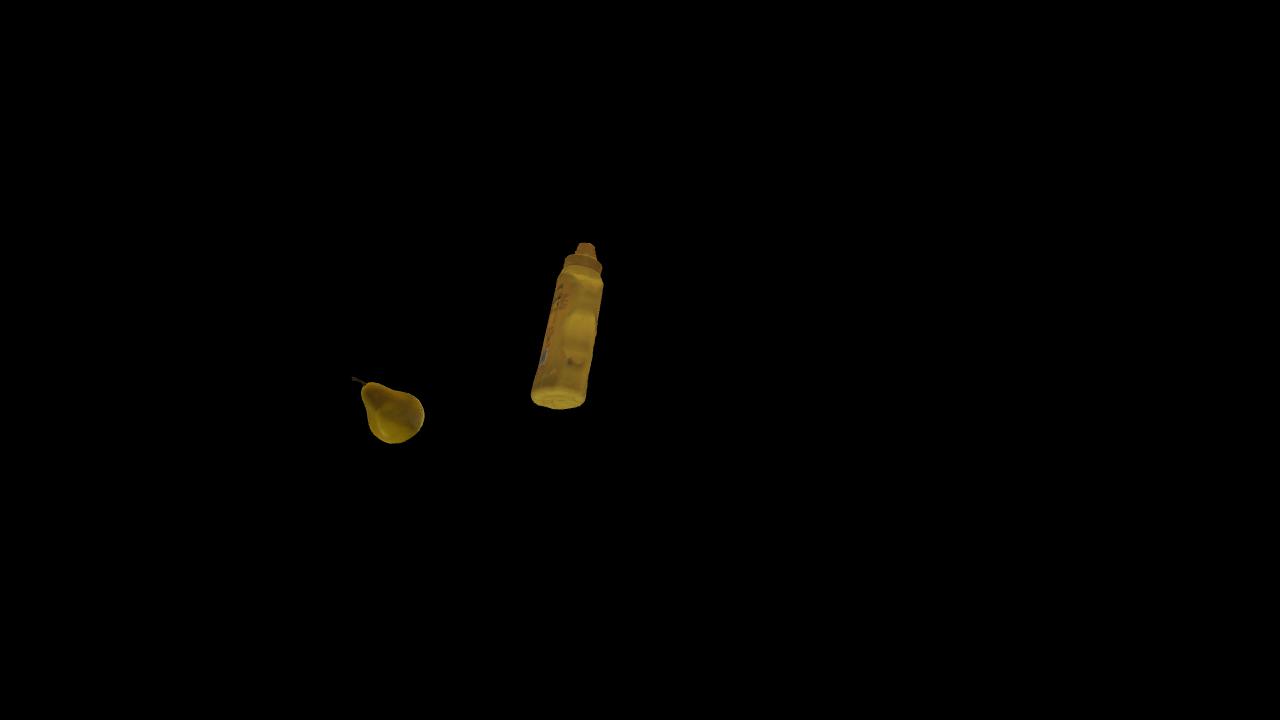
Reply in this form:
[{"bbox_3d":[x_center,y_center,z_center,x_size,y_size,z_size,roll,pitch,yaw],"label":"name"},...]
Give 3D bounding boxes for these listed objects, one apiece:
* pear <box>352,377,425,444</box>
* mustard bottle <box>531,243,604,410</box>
[{"bbox_3d":[-0.358,0.063,0.869,0.080,0.111,0.080,-22,25,11],"label":"pear"},{"bbox_3d":[-0.073,-0.043,0.661,0.054,0.184,0.092,13,-18,-15],"label":"mustard bottle"}]
